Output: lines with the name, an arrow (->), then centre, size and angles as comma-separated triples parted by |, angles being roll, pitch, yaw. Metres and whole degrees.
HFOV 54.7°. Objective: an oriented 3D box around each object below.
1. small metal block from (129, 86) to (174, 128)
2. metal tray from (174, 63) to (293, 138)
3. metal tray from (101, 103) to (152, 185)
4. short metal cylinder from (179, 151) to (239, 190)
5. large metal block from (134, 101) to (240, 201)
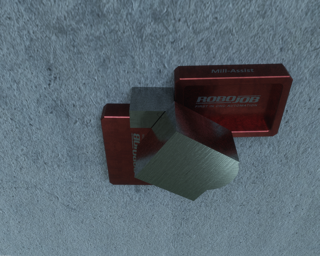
small metal block -> -0.009, -0.026, 0.371 | 0.050, 0.050, 0.025 | 1, 130, -1
metal tray -> 0.083, -0.031, 0.380 | 0.131, 0.030, 0.089 | -1, 130, 1
metal tray -> -0.028, 0.026, 0.429 | 0.091, 0.030, 0.129 | 1, 130, -1
short metal cylinder -> 0.063, 0.041, 0.427 | 0.080, 0.050, 0.079 | 0, 130, 0
large metal block -> 0.028, 0.029, 0.350 | 0.080, 0.050, 0.080 | 26, 126, -21
